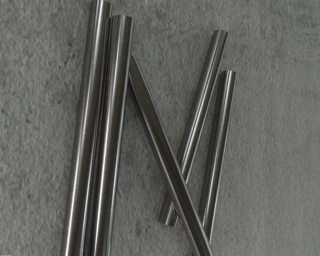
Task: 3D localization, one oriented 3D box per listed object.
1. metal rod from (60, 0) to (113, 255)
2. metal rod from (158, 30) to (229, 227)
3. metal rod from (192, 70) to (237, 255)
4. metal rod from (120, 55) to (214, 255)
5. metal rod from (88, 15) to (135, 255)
[{"bbox_3d":[-0.080,0.009,0.338,0.025,0.025,0.298,10,84,-40],"label":"metal rod"},{"bbox_3d":[0.053,-0.009,0.451,0.025,0.025,0.299,28,72,-37],"label":"metal rod"},{"bbox_3d":[0.085,0.057,0.478,0.025,0.025,0.299,18,79,-39],"label":"metal rod"},{"bbox_3d":[0.013,0.054,0.393,0.025,0.025,0.298,-28,100,-37],"label":"metal rod"},{"bbox_3d":[-0.056,0.026,0.347,0.025,0.025,0.298,6,90,-40],"label":"metal rod"}]
